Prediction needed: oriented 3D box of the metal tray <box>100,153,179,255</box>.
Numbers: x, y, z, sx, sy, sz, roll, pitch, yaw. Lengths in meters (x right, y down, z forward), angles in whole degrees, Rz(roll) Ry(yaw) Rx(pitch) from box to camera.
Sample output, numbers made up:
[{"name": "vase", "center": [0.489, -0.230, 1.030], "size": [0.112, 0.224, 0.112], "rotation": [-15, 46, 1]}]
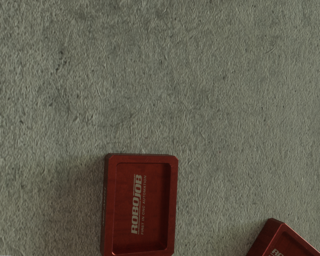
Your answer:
[{"name": "metal tray", "center": [-0.026, 0.098, 0.396], "size": [0.091, 0.030, 0.129], "rotation": [3, 89, -20]}]

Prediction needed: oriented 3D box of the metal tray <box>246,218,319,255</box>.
[{"name": "metal tray", "center": [0.199, 0.213, 0.479], "size": [0.130, 0.030, 0.090], "rotation": [40, 77, -16]}]
